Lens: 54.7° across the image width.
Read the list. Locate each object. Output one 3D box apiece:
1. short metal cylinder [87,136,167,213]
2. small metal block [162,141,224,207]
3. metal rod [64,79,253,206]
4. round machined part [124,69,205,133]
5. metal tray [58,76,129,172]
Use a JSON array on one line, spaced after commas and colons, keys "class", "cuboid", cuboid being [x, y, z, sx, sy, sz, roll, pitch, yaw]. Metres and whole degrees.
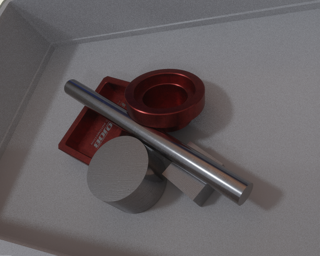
[{"class": "short metal cylinder", "cuboid": [-0.039, 0.056, 0.371, 0.080, 0.050, 0.080, -13, 56, 20]}, {"class": "small metal block", "cuboid": [0.040, 0.051, 0.350, 0.050, 0.025, 0.050, -49, 52, -7]}, {"class": "metal rod", "cuboid": [-0.025, 0.001, 0.378, 0.300, 0.025, 0.025, 30, 78, 35]}, {"class": "round machined part", "cuboid": [0.007, -0.032, 0.391, 0.099, 0.042, 0.098, -4, 41, 4]}, {"class": "metal tray", "cuboid": [-0.075, -0.007, 0.441, 0.090, 0.030, 0.130, 20, 72, 35]}]
